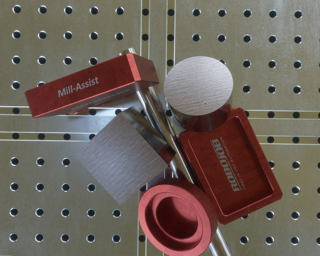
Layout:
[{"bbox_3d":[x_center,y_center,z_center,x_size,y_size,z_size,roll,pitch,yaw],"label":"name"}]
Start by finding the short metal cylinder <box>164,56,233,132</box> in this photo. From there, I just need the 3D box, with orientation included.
[{"bbox_3d":[0.049,-0.041,0.383,0.080,0.050,0.080,-4,66,10],"label":"short metal cylinder"}]

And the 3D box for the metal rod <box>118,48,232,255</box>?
[{"bbox_3d":[0.020,0.035,0.409,0.025,0.025,0.299,-25,90,0],"label":"metal rod"}]

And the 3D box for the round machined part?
[{"bbox_3d":[0.025,0.108,0.387,0.098,0.042,0.097,8,107,27],"label":"round machined part"}]

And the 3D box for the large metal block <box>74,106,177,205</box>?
[{"bbox_3d":[-0.040,0.032,0.379,0.080,0.050,0.080,-42,91,18],"label":"large metal block"}]

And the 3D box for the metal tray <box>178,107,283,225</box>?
[{"bbox_3d":[0.091,0.048,0.408,0.090,0.030,0.129,-25,90,0],"label":"metal tray"}]

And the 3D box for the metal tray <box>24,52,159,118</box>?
[{"bbox_3d":[-0.074,-0.047,0.362,0.130,0.090,0.030,-17,92,14],"label":"metal tray"}]
